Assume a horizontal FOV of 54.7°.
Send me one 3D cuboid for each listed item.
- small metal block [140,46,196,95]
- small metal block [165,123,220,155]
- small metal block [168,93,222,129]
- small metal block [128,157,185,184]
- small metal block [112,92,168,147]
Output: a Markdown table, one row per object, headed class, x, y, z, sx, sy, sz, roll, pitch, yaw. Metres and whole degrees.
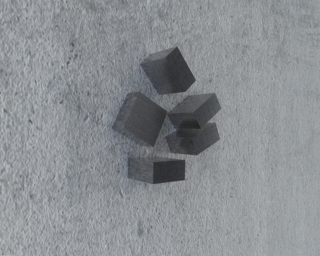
| class | x | y | z | sx | sy | sz | roll | pitch | yaw |
| --- | --- | --- | --- | --- | --- | --- | --- | --- | --- |
| small metal block | 0.010 | -0.072 | 0.396 | 0.025 | 0.050 | 0.050 | -48 | 119 | -29 |
| small metal block | 0.045 | 0.014 | 0.426 | 0.050 | 0.050 | 0.025 | -29 | 108 | -36 |
| small metal block | 0.047 | -0.023 | 0.428 | 0.050 | 0.050 | 0.025 | -41 | 115 | -32 |
| small metal block | -0.004 | 0.051 | 0.384 | 0.050 | 0.050 | 0.025 | 2 | 89 | -40 |
| small metal block | -0.024 | -0.010 | 0.384 | 0.050 | 0.025 | 0.050 | 34 | 69 | -35 |
